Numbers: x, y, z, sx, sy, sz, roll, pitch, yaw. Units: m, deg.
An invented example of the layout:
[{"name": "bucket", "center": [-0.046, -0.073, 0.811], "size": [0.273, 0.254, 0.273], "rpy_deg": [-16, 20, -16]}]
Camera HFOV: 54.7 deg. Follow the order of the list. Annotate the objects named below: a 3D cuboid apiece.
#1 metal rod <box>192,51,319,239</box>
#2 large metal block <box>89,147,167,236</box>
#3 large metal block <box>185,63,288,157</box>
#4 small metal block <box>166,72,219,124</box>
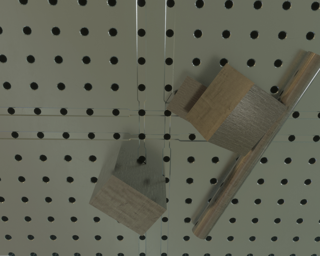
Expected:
[{"name": "metal rod", "center": [0.128, 0.036, 0.428], "size": [0.025, 0.025, 0.298], "rpy_deg": [25, 108, -10]}, {"name": "large metal block", "center": [-0.039, 0.082, 0.414], "size": [0.080, 0.080, 0.050], "rpy_deg": [36, 106, -13]}, {"name": "large metal block", "center": [0.093, -0.019, 0.376], "size": [0.080, 0.050, 0.080], "rpy_deg": [22, 112, -42]}, {"name": "small metal block", "center": [0.042, -0.036, 0.401], "size": [0.050, 0.025, 0.050], "rpy_deg": [30, 107, -11]}]
